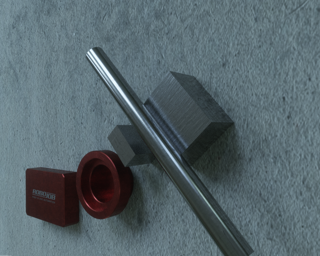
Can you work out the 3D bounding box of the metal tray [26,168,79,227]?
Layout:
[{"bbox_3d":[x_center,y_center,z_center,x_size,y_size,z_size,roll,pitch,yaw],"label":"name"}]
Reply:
[{"bbox_3d":[-0.199,0.122,0.566,0.130,0.030,0.089,-1,90,40],"label":"metal tray"}]

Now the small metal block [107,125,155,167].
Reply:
[{"bbox_3d":[-0.034,0.023,0.417,0.025,0.050,0.050,-50,61,28],"label":"small metal block"}]

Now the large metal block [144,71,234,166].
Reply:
[{"bbox_3d":[0.025,-0.008,0.368,0.080,0.050,0.080,-50,61,28],"label":"large metal block"}]

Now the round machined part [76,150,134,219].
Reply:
[{"bbox_3d":[-0.077,0.081,0.458,0.098,0.042,0.097,0,90,40],"label":"round machined part"}]

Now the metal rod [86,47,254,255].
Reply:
[{"bbox_3d":[-0.006,0.011,0.344,0.025,0.025,0.300,-52,60,27],"label":"metal rod"}]
